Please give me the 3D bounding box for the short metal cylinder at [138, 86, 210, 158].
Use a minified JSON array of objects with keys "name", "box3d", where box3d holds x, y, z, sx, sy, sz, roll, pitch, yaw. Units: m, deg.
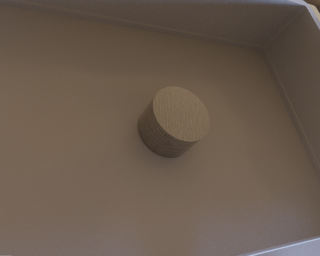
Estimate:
[{"name":"short metal cylinder","box3d":[0.017,-0.007,0.405,0.081,0.050,0.080,14,56,-21]}]
